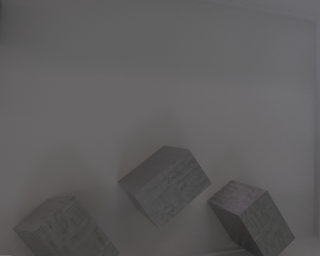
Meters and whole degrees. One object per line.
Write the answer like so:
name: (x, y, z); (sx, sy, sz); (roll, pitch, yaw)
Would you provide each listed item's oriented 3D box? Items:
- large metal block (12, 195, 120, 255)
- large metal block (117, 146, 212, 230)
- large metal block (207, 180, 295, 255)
large metal block: (-0.103, 0.122, 0.336); (0.050, 0.080, 0.080); (-43, 105, -37)
large metal block: (0.003, 0.068, 0.382); (0.080, 0.080, 0.050); (-37, 102, -16)
large metal block: (0.122, 0.125, 0.426); (0.050, 0.080, 0.080); (-36, 102, -16)
